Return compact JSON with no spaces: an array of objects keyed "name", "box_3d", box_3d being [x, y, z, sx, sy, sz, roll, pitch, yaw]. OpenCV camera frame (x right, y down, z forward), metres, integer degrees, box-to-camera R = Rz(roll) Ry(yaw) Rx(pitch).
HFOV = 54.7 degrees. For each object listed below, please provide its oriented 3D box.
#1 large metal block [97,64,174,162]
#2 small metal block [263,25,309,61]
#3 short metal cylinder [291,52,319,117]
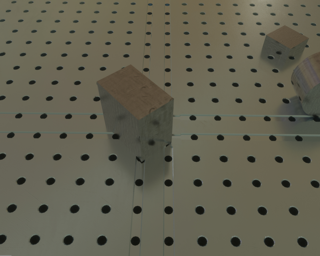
[{"name":"large metal block","box_3d":[-0.030,-0.018,0.387,0.050,0.080,0.080,-33,58,-25]},{"name":"small metal block","box_3d":[0.216,-0.147,0.534,0.050,0.025,0.050,-31,57,-24]},{"name":"short metal cylinder","box_3d":[0.229,-0.059,0.425,0.081,0.080,0.050,-1,50,-2]}]
